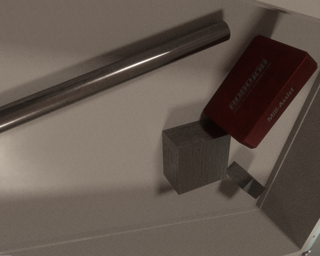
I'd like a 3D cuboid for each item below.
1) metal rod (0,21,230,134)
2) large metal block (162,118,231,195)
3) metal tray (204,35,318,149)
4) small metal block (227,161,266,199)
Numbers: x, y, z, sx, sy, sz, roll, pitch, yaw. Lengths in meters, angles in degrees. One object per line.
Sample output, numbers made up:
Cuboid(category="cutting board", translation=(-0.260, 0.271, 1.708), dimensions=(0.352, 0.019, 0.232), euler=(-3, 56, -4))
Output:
Cuboid(category="metal rod", translation=(-0.054, -0.058, 0.344), dimensions=(0.302, 0.025, 0.025), euler=(-25, 128, -14))
Cuboid(category="large metal block", translation=(0.051, 0.039, 0.447), dimensions=(0.081, 0.050, 0.079), euler=(-15, 125, -20))
Cuboid(category="metal tray", translation=(0.126, -0.049, 0.406), dimensions=(0.030, 0.090, 0.129), euler=(25, 104, -37))
Cuboid(category="small metal block", translation=(0.146, 0.089, 0.530), dimensions=(0.025, 0.050, 0.050), euler=(-49, 129, 6))
